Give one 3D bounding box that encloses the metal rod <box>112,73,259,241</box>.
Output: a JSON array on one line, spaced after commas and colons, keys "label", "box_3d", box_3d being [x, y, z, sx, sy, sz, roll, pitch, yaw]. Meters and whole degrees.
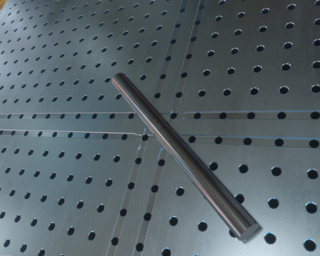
[{"label": "metal rod", "box_3d": [0.011, 0.013, 0.395, 0.025, 0.025, 0.300, -41, 51, 1]}]
